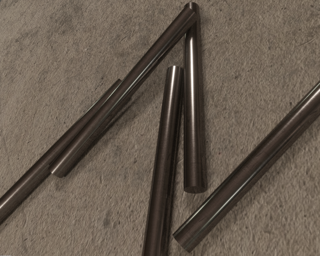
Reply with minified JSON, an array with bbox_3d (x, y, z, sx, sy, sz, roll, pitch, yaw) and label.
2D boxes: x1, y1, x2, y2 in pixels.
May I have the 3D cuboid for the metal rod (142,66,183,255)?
[{"bbox_3d":[0.005,0.050,0.369,0.025,0.025,0.299,-7,59,24],"label":"metal rod"}]

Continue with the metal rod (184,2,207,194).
[{"bbox_3d":[0.044,-0.061,0.416,0.025,0.025,0.299,-11,57,22],"label":"metal rod"}]

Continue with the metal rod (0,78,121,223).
[{"bbox_3d":[-0.157,0.042,0.458,0.300,0.025,0.025,-46,52,-5],"label":"metal rod"}]

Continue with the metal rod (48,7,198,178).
[{"bbox_3d":[-0.052,-0.051,0.443,0.300,0.025,0.025,-50,52,-1],"label":"metal rod"}]

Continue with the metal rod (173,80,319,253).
[{"bbox_3d":[0.127,0.012,0.329,0.300,0.025,0.025,-45,51,-4],"label":"metal rod"}]
